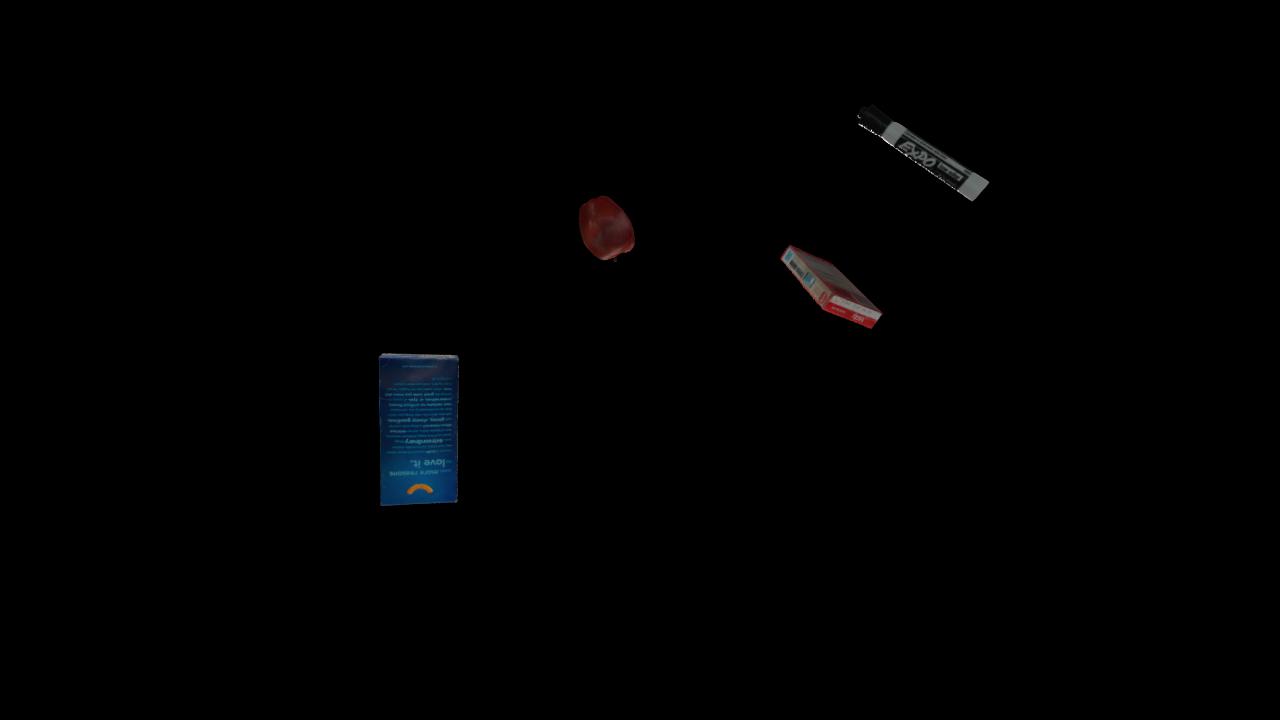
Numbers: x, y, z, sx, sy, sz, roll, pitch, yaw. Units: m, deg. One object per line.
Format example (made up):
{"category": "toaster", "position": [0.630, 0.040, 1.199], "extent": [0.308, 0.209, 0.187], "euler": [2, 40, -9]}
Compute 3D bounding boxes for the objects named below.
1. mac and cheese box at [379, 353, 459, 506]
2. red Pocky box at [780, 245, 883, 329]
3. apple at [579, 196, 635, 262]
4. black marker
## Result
{"category": "mac and cheese box", "position": [-0.273, 0.085, 0.763], "extent": [0.093, 0.184, 0.041], "euler": [1, 8, -18]}
{"category": "red Pocky box", "position": [0.251, -0.100, 0.821], "extent": [0.083, 0.028, 0.155], "euler": [17, 28, -21]}
{"category": "apple", "position": [-0.048, -0.185, 0.877], "extent": [0.079, 0.093, 0.079], "euler": [-22, 4, 1]}
{"category": "black marker", "position": [0.233, -0.175, 0.514], "extent": [0.121, 0.020, 0.020], "euler": [40, 10, 12]}
